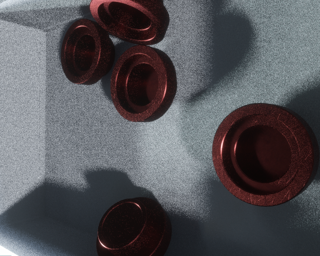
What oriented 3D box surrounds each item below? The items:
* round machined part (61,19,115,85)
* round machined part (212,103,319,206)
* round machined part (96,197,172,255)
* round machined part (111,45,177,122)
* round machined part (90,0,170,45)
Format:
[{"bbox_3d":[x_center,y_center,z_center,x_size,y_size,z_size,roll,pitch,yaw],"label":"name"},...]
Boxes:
[{"bbox_3d":[-0.108,-0.115,0.482,0.098,0.042,0.097,0,90,39],"label":"round machined part"},{"bbox_3d":[0.105,0.025,0.308,0.098,0.042,0.097,0,90,39],"label":"round machined part"},{"bbox_3d":[-0.038,0.129,0.390,0.098,0.042,0.098,-18,39,16],"label":"round machined part"},{"bbox_3d":[-0.017,-0.056,0.408,0.098,0.042,0.097,0,90,39],"label":"round machined part"},{"bbox_3d":[-0.034,-0.150,0.391,0.098,0.098,0.042,7,72,39],"label":"round machined part"}]
